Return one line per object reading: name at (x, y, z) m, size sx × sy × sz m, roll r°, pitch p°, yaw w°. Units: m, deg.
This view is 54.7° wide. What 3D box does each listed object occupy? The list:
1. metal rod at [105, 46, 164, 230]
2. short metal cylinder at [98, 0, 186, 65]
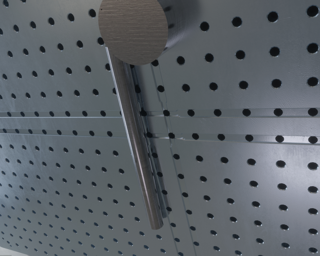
metal rod at (-0.030, 0.029, 0.444) m, size 0.025 × 0.025 × 0.298 m, roll 4°, pitch 120°, yaw 26°
short metal cylinder at (-0.018, -0.114, 0.334) m, size 0.080 × 0.050 × 0.079 m, roll 13°, pitch 124°, yaw 21°
